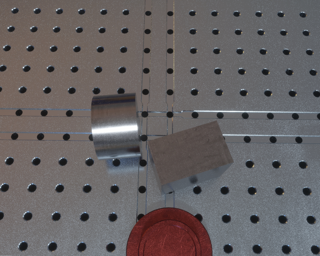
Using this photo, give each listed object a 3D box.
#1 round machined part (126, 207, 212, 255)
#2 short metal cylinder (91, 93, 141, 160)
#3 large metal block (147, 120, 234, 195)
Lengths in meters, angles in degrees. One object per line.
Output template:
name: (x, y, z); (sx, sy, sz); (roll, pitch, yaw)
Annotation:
round machined part: (0.011, 0.140, 0.351); (0.099, 0.042, 0.098); (0, 70, 0)
short metal cylinder: (-0.052, -0.002, 0.383); (0.050, 0.080, 0.080); (-5, 70, -2)
large metal block: (0.032, 0.039, 0.369); (0.081, 0.080, 0.050); (-17, 71, -6)
